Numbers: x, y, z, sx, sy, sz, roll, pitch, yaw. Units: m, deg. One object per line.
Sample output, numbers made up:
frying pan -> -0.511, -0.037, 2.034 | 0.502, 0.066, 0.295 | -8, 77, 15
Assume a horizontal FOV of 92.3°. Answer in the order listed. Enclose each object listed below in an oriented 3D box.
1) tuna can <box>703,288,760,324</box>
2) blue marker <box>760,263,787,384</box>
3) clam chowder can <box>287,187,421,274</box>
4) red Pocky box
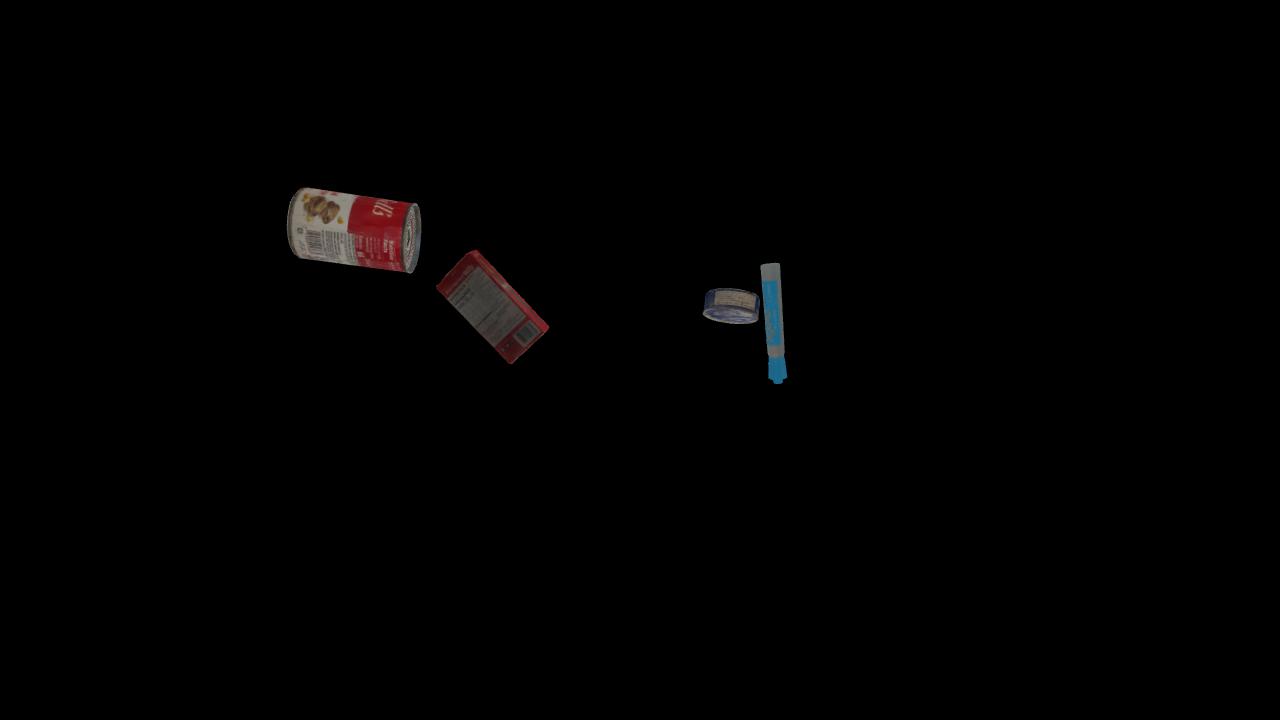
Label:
tuna can -> 0.139, -0.081, 0.930 | 0.084, 0.034, 0.084 | 8, -10, 1
blue marker -> 0.133, -0.035, 0.610 | 0.020, 0.121, 0.020 | -6, 13, 2
clam chowder can -> -0.267, -0.122, 0.582 | 0.102, 0.068, 0.068 | 6, -1, -9
red Pocky box -> -0.211, -0.076, 0.887 | 0.083, 0.155, 0.028 | -39, 9, 25
